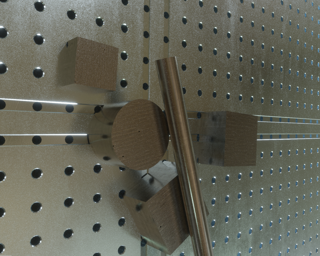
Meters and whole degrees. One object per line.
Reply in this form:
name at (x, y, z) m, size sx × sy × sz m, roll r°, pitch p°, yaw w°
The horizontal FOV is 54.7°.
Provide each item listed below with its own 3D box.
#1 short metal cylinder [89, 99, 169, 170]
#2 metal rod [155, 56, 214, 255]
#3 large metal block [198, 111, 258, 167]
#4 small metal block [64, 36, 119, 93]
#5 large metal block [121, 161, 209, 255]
short metal cylinder at (-0.036, 0.007, 0.365) m, size 0.081 × 0.050 × 0.079 m, roll 0°, pitch 90°, yaw -40°
metal rod at (0.036, 0.065, 0.376) m, size 0.025 × 0.025 × 0.298 m, roll -19°, pitch 102°, yaw -39°
large metal block at (0.107, 0.018, 0.486) m, size 0.081 × 0.050 × 0.080 m, roll 5°, pitch 87°, yaw -40°
small metal block at (-0.076, -0.069, 0.347) m, size 0.050 × 0.025 × 0.050 m, roll 6°, pitch 86°, yaw -40°
large metal block at (0.009, 0.100, 0.403) m, size 0.081 × 0.050 × 0.080 m, roll -35°, pitch 112°, yaw -35°
